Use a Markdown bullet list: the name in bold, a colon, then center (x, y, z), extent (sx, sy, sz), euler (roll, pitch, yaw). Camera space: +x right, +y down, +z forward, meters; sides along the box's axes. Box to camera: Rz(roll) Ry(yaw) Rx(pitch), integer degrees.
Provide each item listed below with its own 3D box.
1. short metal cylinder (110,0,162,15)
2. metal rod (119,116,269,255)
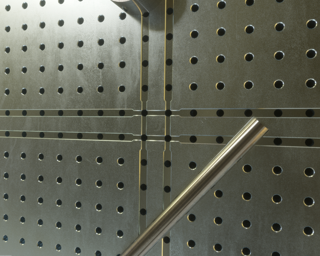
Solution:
- **short metal cylinder**: center (-0.036, -0.198, 0.411), extent (0.080, 0.050, 0.079), euler (0, 90, 19)
- **metal rod**: center (0.025, 0.104, 0.403), extent (0.025, 0.025, 0.299), euler (45, 103, 14)
